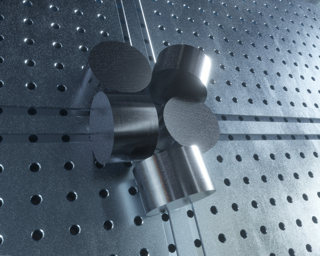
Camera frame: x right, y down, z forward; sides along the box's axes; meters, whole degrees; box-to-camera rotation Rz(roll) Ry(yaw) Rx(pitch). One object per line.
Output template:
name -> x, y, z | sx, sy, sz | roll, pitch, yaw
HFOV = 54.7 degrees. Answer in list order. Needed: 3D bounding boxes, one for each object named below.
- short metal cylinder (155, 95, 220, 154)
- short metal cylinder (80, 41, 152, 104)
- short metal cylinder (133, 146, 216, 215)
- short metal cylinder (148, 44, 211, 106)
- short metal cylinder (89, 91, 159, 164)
short metal cylinder -> 0.030, 0.004, 0.405 | 0.081, 0.050, 0.080 | 14, 56, -21
short metal cylinder -> -0.057, -0.065, 0.400 | 0.081, 0.050, 0.080 | 13, 57, -20
short metal cylinder -> 0.015, 0.059, 0.344 | 0.081, 0.080, 0.050 | -7, 66, -31
short metal cylinder -> 0.028, -0.068, 0.429 | 0.080, 0.080, 0.050 | 25, 52, -13
short metal cylinder -> -0.043, -0.001, 0.351 | 0.050, 0.080, 0.080 | -2, 63, -30
